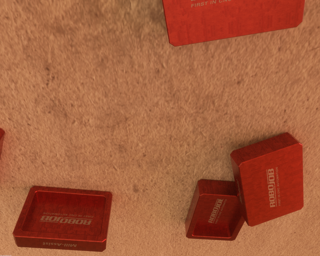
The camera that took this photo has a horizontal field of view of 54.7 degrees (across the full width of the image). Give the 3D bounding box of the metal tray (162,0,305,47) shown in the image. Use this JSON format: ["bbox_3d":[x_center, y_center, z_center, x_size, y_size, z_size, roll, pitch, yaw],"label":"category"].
[{"bbox_3d":[0.067,-0.133,0.291,0.131,0.030,0.090,-8,130,6],"label":"metal tray"}]

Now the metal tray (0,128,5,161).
[{"bbox_3d":[-0.278,0.043,0.435,0.091,0.030,0.129,19,128,-16],"label":"metal tray"}]

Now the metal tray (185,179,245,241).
[{"bbox_3d":[0.098,0.143,0.527,0.091,0.030,0.129,5,130,-5],"label":"metal tray"}]

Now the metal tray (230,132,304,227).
[{"bbox_3d":[0.158,0.078,0.449,0.091,0.030,0.129,-19,122,-2],"label":"metal tray"}]

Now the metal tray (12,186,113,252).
[{"bbox_3d":[-0.144,0.139,0.480,0.131,0.090,0.030,6,130,-6],"label":"metal tray"}]
